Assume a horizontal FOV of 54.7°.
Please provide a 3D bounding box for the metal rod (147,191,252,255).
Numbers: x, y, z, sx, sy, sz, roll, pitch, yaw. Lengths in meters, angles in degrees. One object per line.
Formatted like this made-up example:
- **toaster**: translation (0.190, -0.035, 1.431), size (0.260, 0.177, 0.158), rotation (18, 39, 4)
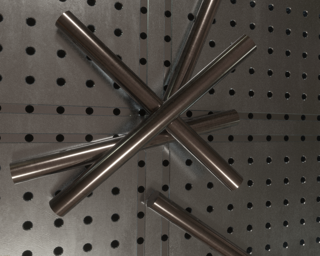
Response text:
- **metal rod**: translation (0.105, 0.182, 0.453), size (0.301, 0.025, 0.025), rotation (38, 78, -17)

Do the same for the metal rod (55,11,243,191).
- **metal rod**: translation (-0.008, -0.029, 0.389), size (0.300, 0.025, 0.025), rotation (43, 76, -7)

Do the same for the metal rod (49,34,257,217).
- **metal rod**: translation (-0.009, -0.002, 0.366), size (0.300, 0.025, 0.025), rotation (-41, 104, 1)

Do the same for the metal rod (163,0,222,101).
- **metal rod**: translation (0.063, -0.155, 0.437), size (0.025, 0.025, 0.299), rotation (25, 82, -19)

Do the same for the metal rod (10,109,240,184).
- **metal rod**: translation (-0.029, 0.018, 0.402), size (0.302, 0.025, 0.025), rotation (-14, 95, -20)
